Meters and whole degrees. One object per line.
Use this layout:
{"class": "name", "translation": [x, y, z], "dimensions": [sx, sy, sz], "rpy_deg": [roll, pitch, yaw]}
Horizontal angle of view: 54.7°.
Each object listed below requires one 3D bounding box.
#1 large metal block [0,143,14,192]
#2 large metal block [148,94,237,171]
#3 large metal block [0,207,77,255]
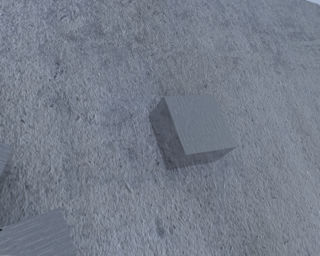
{"class": "large metal block", "translation": [-0.181, 0.048, 0.261], "dimensions": [0.080, 0.050, 0.080], "rpy_deg": [19, 54, -17]}
{"class": "large metal block", "translation": [0.041, 0.004, 0.407], "dimensions": [0.081, 0.050, 0.080], "rpy_deg": [-6, 65, -31]}
{"class": "large metal block", "translation": [-0.112, 0.122, 0.253], "dimensions": [0.081, 0.050, 0.080], "rpy_deg": [-14, 69, -34]}
